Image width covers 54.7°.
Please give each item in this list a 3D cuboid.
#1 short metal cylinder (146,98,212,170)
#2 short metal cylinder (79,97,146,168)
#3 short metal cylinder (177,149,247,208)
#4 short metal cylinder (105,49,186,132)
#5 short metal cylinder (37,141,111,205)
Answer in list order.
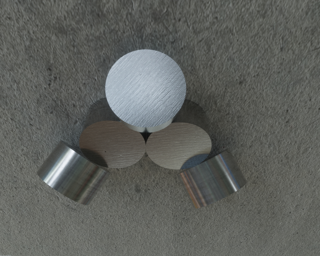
[{"bbox_3d":[0.023,0.008,0.399,0.081,0.050,0.079,0,130,0],"label":"short metal cylinder"},{"bbox_3d":[-0.058,0.006,0.396,0.081,0.050,0.079,0,130,0],"label":"short metal cylinder"},{"bbox_3d":[0.070,0.068,0.423,0.080,0.080,0.050,-30,83,23],"label":"short metal cylinder"},{"bbox_3d":[-0.015,-0.037,0.333,0.081,0.080,0.050,1,173,-1],"label":"short metal cylinder"},{"bbox_3d":[-0.113,0.059,0.413,0.080,0.080,0.050,39,80,-28],"label":"short metal cylinder"}]
